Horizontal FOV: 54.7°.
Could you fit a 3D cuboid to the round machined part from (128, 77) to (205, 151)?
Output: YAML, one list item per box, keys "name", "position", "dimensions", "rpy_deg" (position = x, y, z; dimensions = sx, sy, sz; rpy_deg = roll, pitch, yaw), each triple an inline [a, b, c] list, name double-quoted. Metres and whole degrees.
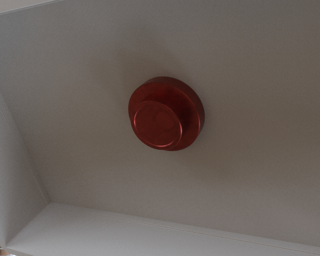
- name: "round machined part"
  position: [0.003, -0.011, 0.388]
  dimensions: [0.098, 0.042, 0.097]
  rpy_deg: [13, 124, 20]
